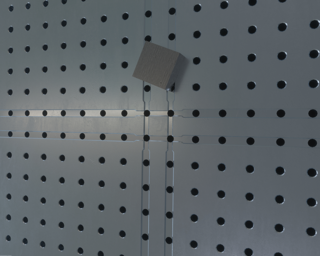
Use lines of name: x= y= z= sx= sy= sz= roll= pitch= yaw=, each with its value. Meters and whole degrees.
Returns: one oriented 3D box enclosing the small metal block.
small metal block: x=-0.002 y=-0.082 z=0.414 sx=0.050 sy=0.025 sz=0.050 roll=25 pitch=98 yaw=18
